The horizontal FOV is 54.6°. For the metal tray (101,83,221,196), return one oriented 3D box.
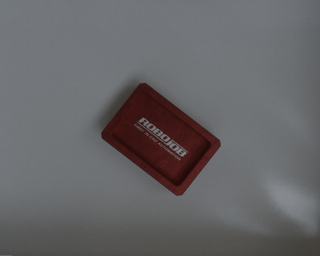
[{"bbox_3d":[0.001,0.014,0.408,0.130,0.030,0.090,38,90,0],"label":"metal tray"}]
